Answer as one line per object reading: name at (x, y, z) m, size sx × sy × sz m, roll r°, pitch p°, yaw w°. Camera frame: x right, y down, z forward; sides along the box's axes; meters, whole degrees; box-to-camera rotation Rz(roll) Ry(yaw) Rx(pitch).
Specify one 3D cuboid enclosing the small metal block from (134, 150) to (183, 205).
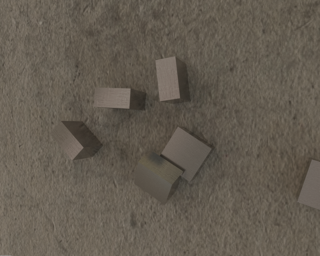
small metal block at (-0.003, 0.063, 0.395) m, size 0.050 × 0.025 × 0.050 m, roll 32°, pitch 140°, yaw 16°

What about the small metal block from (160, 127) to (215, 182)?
small metal block at (0.034, 0.032, 0.396) m, size 0.050 × 0.025 × 0.050 m, roll 34°, pitch 101°, yaw 16°

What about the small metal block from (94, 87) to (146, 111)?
small metal block at (-0.052, -0.038, 0.413) m, size 0.050 × 0.050 × 0.025 m, roll 4°, pitch 92°, yaw 19°

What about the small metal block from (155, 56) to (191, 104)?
small metal block at (0.017, -0.058, 0.389) m, size 0.025 × 0.050 × 0.050 m, roll -7°, pitch 88°, yaw 20°

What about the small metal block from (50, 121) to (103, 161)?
small metal block at (-0.116, 0.017, 0.435) m, size 0.050 × 0.050 × 0.025 m, roll 47°, pitch 104°, yaw 14°

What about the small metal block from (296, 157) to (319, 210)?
small metal block at (0.186, 0.065, 0.344) m, size 0.050 × 0.025 × 0.050 m, roll 18°, pitch 96°, yaw 18°
